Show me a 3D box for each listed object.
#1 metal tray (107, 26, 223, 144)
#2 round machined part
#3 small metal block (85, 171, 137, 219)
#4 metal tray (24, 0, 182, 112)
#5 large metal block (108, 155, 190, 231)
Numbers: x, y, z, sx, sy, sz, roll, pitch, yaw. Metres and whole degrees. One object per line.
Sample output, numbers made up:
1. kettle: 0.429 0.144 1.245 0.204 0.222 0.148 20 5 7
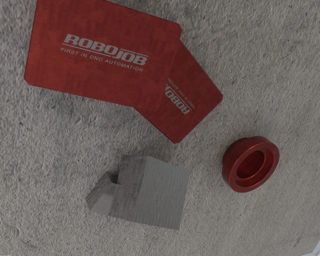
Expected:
1. metal tray: 0.010 -0.048 0.379 0.090 0.030 0.130 -45 129 3
2. round machined part: 0.142 0.055 0.507 0.099 0.042 0.097 -14 124 -21
3. small metal block: -0.066 0.094 0.429 0.050 0.025 0.050 30 102 -38
4. metal tray: -0.054 -0.074 0.301 0.131 0.030 0.089 11 105 -18
5. large metal block: -0.012 0.086 0.412 0.080 0.050 0.080 26 70 -39
